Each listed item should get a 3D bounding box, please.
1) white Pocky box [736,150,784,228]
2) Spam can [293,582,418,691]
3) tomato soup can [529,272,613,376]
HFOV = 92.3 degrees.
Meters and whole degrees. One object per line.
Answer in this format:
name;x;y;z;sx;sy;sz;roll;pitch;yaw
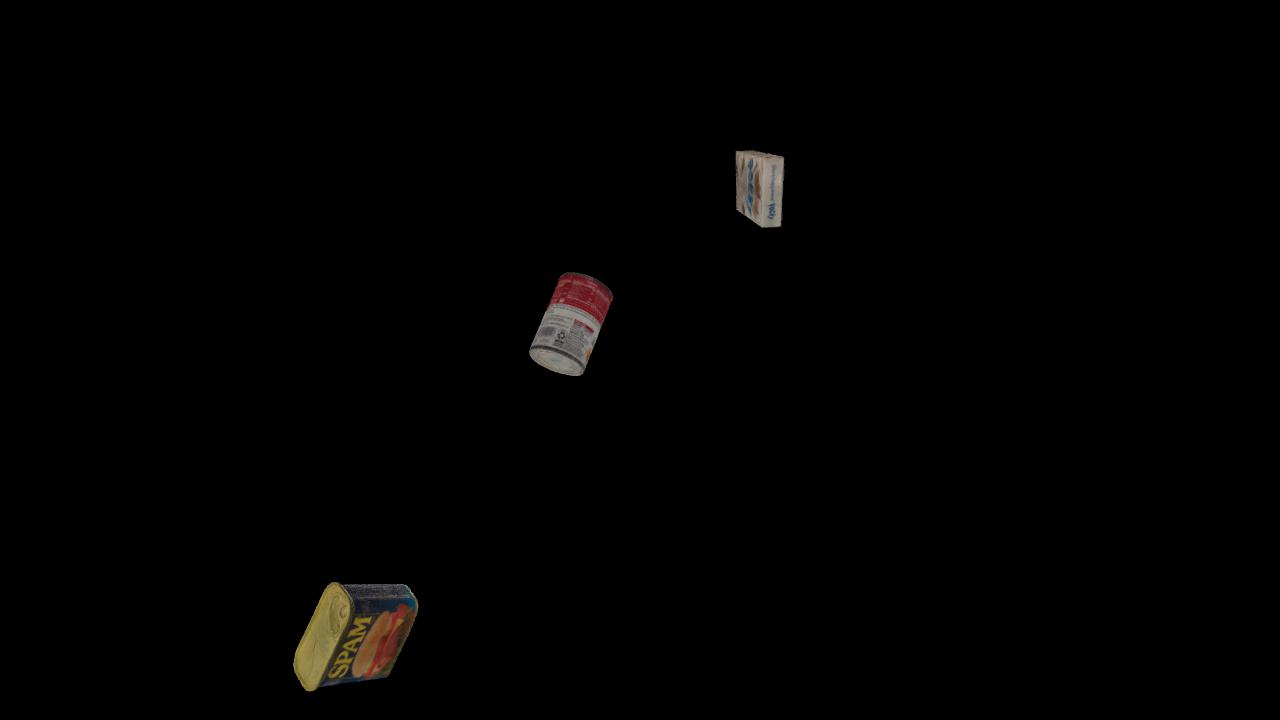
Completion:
white Pocky box;0.152;-0.224;0.796;0.028;0.084;0.154;-4;22;-2
Spam can;-0.297;0.289;0.651;0.058;0.101;0.085;25;-1;39
tomato soup can;-0.078;-0.040;0.703;0.068;0.101;0.068;16;-23;7
